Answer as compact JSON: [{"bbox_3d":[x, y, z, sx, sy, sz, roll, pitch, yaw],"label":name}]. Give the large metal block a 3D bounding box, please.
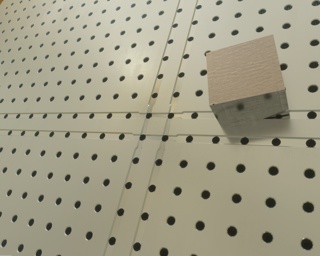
[{"bbox_3d":[0.103,-0.055,0.371,0.080,0.050,0.080,-11,57,21],"label":"large metal block"}]
